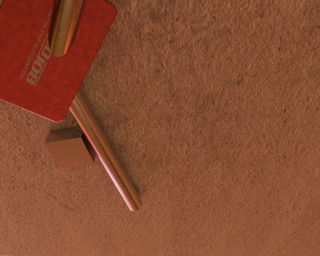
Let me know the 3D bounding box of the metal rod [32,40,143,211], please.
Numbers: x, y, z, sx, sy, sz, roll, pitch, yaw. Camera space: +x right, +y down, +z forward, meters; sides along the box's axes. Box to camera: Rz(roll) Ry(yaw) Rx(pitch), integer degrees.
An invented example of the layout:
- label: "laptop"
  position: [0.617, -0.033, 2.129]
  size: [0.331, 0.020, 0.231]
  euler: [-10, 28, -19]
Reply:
- label: "metal rod"
  position: [-0.083, 0.019, 0.421]
  size: [0.025, 0.025, 0.299]
  euler: [-13, 129, 10]

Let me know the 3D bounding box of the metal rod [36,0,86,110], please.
- label: "metal rod"
  position: [-0.068, -0.128, 0.254]
  size: [0.025, 0.025, 0.298]
  euler: [18, 131, -15]

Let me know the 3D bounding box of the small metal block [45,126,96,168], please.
- label: "small metal block"
  position: [-0.122, 0.026, 0.428]
  size: [0.050, 0.025, 0.050]
  euler: [-9, 130, 7]

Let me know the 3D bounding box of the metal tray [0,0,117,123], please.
- label: "metal tray"
  position: [-0.111, -0.081, 0.302]
  size: [0.090, 0.030, 0.129]
  euler: [26, 103, -21]
